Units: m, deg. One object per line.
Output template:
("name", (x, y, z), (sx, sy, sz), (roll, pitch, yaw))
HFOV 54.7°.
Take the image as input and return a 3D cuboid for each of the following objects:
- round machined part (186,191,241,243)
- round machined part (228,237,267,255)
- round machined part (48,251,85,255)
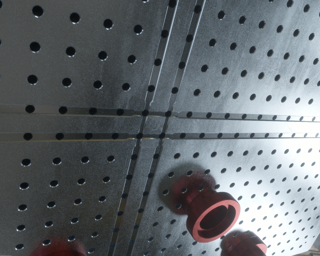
("round machined part", (0.089, 0.150, 0.544), (0.099, 0.042, 0.097), (-14, 125, -21))
("round machined part", (0.203, 0.298, 0.699), (0.099, 0.042, 0.097), (-14, 125, -21))
("round machined part", (-0.151, 0.237, 0.465), (0.099, 0.042, 0.097), (-14, 125, -21))
